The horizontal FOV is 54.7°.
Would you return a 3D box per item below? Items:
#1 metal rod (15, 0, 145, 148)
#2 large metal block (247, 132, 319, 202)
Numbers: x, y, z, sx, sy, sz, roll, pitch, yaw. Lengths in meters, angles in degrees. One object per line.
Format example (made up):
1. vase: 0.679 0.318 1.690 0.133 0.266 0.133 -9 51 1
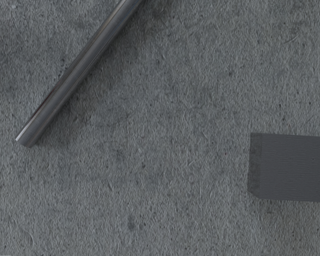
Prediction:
1. metal rod: -0.089 -0.100 0.408 0.025 0.025 0.300 37 90 -1
2. large metal block: 0.162 0.048 0.400 0.081 0.050 0.079 3 90 -1
